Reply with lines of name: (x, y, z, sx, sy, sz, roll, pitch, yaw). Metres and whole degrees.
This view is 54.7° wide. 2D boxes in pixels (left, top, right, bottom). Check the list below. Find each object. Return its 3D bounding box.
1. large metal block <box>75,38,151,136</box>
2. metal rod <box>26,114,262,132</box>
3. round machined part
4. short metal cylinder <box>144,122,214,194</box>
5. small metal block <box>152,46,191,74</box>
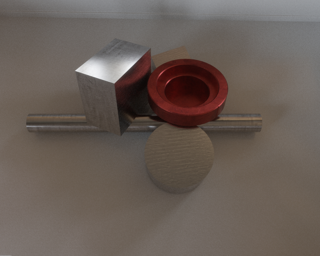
large metal block: (-0.052, -0.051, 0.381, 0.050, 0.079, 0.080, 20, 48, 18)
metal rod: (-0.019, -0.007, 0.409, 0.302, 0.025, 0.025, 0, 70, -1)
round machined part: (0.034, -0.040, 0.394, 0.099, 0.042, 0.098, 0, 52, 0)
short metal cylinder: (0.022, 0.037, 0.380, 0.081, 0.050, 0.080, 0, 70, 0)
small metal block: (0.020, -0.083, 0.439, 0.050, 0.025, 0.050, -20, 71, -8)
